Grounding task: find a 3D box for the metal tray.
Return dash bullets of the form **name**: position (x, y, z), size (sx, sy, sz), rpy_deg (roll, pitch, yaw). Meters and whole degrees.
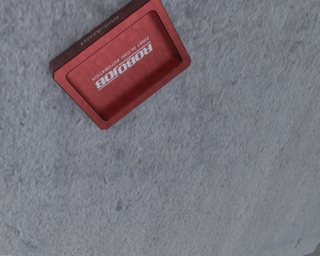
- **metal tray**: position (-0.039, -0.069, 0.338), size (0.130, 0.030, 0.090), rpy_deg (-38, 129, -3)
